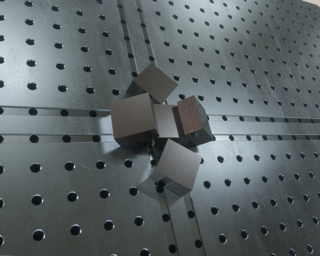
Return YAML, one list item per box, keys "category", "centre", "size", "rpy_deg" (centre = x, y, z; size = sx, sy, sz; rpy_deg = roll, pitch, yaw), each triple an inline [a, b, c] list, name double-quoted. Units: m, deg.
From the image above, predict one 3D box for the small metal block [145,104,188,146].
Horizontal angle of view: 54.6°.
- category: "small metal block"
  centre: [0.004, -0.004, 0.412]
  size: [0.050, 0.025, 0.050]
  rpy_deg: [1, 60, -28]

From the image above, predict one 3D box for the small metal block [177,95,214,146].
- category: "small metal block"
  centre: [0.048, -0.009, 0.422]
  size: [0.050, 0.025, 0.050]
  rpy_deg: [39, 34, -58]

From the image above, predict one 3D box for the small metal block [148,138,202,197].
- category: "small metal block"
  centre: [0.019, 0.049, 0.387]
  size: [0.050, 0.025, 0.050]
  rpy_deg: [29, 53, -8]

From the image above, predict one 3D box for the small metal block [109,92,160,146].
- category: "small metal block"
  centre: [-0.032, -0.010, 0.381]
  size: [0.050, 0.025, 0.050]
  rpy_deg: [-14, 65, 5]

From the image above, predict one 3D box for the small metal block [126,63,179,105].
- category: "small metal block"
  centre: [-0.010, -0.056, 0.437]
  size: [0.050, 0.025, 0.050]
  rpy_deg: [39, 50, -1]
